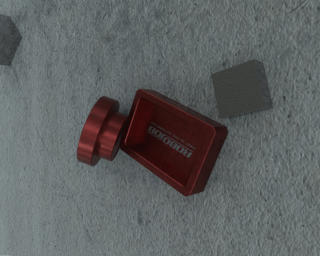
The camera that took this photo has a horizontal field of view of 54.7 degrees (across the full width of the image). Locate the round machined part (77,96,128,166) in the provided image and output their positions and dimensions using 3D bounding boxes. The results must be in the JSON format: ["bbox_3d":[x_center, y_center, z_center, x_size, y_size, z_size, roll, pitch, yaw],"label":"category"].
[{"bbox_3d":[-0.074,0.008,0.432,0.042,0.098,0.097,20,106,1],"label":"round machined part"}]

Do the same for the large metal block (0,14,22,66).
[{"bbox_3d":[-0.356,-0.196,0.683,0.080,0.050,0.080,-52,60,27],"label":"large metal block"}]

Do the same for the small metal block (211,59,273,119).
[{"bbox_3d":[0.087,-0.040,0.333,0.050,0.025,0.050,-15,80,39],"label":"small metal block"}]

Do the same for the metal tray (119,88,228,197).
[{"bbox_3d":[0.011,0.014,0.392,0.130,0.030,0.089,31,109,35],"label":"metal tray"}]
